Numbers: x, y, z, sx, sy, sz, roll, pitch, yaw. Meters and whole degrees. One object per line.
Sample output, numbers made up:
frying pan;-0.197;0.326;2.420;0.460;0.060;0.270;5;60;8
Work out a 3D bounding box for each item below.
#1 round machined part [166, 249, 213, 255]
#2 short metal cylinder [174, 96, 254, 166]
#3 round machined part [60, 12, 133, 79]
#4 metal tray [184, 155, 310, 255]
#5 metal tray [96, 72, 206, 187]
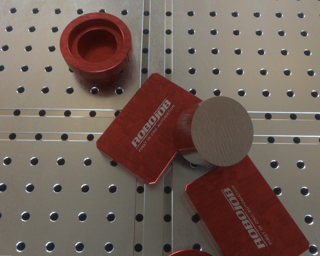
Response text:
round machined part;0.034;0.184;0.336;0.099;0.042;0.098;0;70;-1
short metal cylinder;0.064;0.006;0.373;0.081;0.050;0.080;2;84;-19
round machined part;-0.088;-0.112;0.443;0.099;0.042;0.098;0;70;-1
metal tray;0.099;0.107;0.371;0.090;0.030;0.130;-29;73;-10
metal tray;-0.008;0.000;0.409;0.090;0.030;0.130;33;73;11
